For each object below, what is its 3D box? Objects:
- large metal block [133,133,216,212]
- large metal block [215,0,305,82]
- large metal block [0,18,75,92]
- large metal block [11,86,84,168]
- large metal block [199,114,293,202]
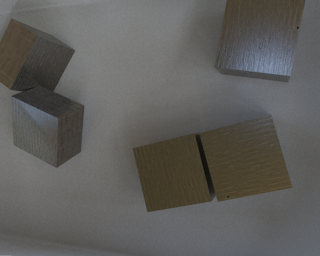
[{"bbox_3d":[0.021,0.054,0.389,0.080,0.050,0.080,-15,85,19],"label":"large metal block"},{"bbox_3d":[0.114,-0.101,0.357,0.080,0.050,0.079,11,94,19],"label":"large metal block"},{"bbox_3d":[-0.182,-0.097,0.444,0.050,0.080,0.080,35,101,16],"label":"large metal block"},{"bbox_3d":[-0.158,-0.003,0.436,0.080,0.050,0.079,23,122,18],"label":"large metal block"},{"bbox_3d":[0.100,0.034,0.362,0.080,0.050,0.080,-16,85,19],"label":"large metal block"}]
